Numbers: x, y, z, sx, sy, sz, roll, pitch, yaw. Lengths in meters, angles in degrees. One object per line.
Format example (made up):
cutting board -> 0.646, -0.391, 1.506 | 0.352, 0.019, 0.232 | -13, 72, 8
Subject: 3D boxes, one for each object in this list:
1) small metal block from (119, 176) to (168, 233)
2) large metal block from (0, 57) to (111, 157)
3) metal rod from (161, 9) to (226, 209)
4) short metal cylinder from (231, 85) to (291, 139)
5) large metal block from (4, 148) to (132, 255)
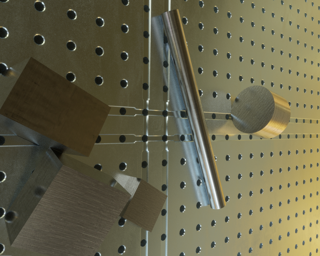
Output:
small metal block -> -0.025, 0.096, 0.391 | 0.050, 0.025, 0.050 | 40, 65, -33
large metal block -> -0.107, -0.015, 0.285 | 0.080, 0.080, 0.050 | 34, 69, -35
metal rod -> 0.052, -0.018, 0.455 | 0.025, 0.025, 0.298 | -26, 107, -37
short metal cylinder -> 0.167, -0.025, 0.517 | 0.050, 0.080, 0.080 | 15, 81, -40
large metal block -> -0.090, 0.077, 0.306 | 0.080, 0.050, 0.080 | 34, 85, -35
